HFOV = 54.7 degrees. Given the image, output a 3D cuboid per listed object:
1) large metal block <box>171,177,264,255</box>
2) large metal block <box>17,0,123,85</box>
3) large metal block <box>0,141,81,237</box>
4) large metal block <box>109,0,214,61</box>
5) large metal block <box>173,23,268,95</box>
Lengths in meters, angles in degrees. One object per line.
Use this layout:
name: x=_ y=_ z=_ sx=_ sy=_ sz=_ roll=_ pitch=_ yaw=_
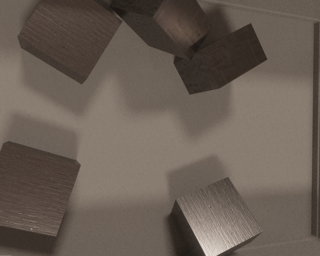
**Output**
large metal block: x=0.071 y=0.122 z=0.404 sx=0.081 sy=0.050 sz=0.080 roll=-18 pitch=58 yaw=-20
large metal block: x=-0.103 y=-0.109 z=0.359 sx=0.080 sy=0.050 sz=0.080 roll=32 pitch=80 yaw=-18
large metal block: x=-0.143 y=0.065 z=0.345 sx=0.081 sy=0.050 sz=0.080 roll=20 pitch=83 yaw=-19
large metal block: x=0.002 y=-0.131 z=0.363 sx=0.050 sy=0.080 sz=0.080 roll=-57 pitch=139 yaw=-2
large metal block: x=0.077 y=-0.088 z=0.411 sx=0.080 sy=0.080 sz=0.050 roll=-31 pitch=101 yaw=-18
